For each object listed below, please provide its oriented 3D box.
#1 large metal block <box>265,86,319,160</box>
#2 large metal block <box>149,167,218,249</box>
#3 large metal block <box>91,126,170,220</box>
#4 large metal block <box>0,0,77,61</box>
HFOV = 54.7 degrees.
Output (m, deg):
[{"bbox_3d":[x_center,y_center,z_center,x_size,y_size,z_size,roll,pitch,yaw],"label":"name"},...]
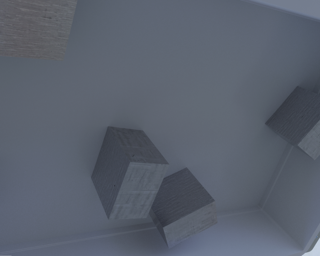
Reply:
[{"bbox_3d":[0.229,-0.010,0.487,0.050,0.080,0.080,34,99,-28],"label":"large metal block"},{"bbox_3d":[0.027,0.115,0.459,0.081,0.080,0.050,-23,127,-15],"label":"large metal block"},{"bbox_3d":[-0.041,0.054,0.384,0.050,0.080,0.079,8,114,-32],"label":"large metal block"},{"bbox_3d":[-0.117,-0.103,0.246,0.081,0.050,0.079,-9,126,-52],"label":"large metal block"}]
